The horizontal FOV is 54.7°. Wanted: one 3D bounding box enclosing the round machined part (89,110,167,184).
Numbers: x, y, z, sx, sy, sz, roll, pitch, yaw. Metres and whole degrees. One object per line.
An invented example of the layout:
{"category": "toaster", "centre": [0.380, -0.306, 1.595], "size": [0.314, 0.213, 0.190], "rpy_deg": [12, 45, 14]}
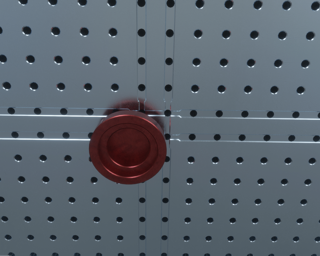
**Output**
{"category": "round machined part", "centre": [-0.041, 0.022, 0.412], "size": [0.099, 0.042, 0.097], "rpy_deg": [0, 110, -1]}
